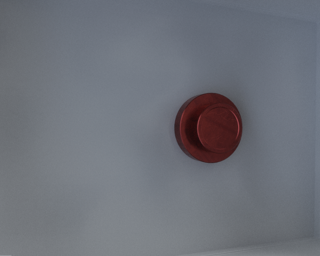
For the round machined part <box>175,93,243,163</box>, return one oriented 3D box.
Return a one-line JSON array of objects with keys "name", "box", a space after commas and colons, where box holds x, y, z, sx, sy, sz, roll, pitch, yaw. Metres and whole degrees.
[{"name": "round machined part", "box": [0.073, 0.000, 0.428, 0.099, 0.042, 0.097, 0, 90, -20]}]
